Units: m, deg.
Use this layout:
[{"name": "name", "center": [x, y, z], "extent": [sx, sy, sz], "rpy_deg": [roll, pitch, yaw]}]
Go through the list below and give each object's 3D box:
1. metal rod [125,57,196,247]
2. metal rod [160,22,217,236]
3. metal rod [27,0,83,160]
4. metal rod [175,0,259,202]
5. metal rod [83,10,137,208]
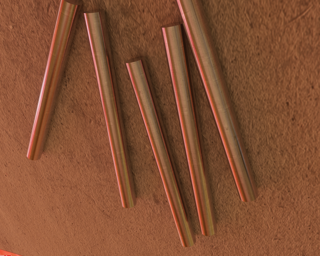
[{"name": "metal rod", "center": [0.008, 0.049, 0.431], "extent": [0.025, 0.025, 0.298], "rpy_deg": [-2, 118, 29]}, {"name": "metal rod", "center": [0.042, 0.020, 0.395], "extent": [0.025, 0.025, 0.298], "rpy_deg": [1, 119, 27]}, {"name": "metal rod", "center": [-0.164, -0.052, 0.458], "extent": [0.025, 0.025, 0.298], "rpy_deg": [35, 129, 5]}, {"name": "metal rod", "center": [0.063, -0.042, 0.346], "extent": [0.025, 0.025, 0.299], "rpy_deg": [-8, 115, 31]}, {"name": "metal rod", "center": [-0.064, -0.007, 0.434], "extent": [0.025, 0.025, 0.298], "rpy_deg": [8, 122, 23]}]
